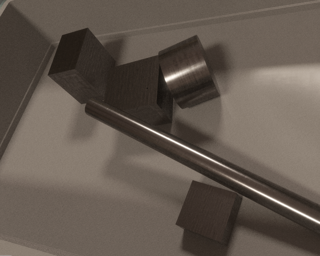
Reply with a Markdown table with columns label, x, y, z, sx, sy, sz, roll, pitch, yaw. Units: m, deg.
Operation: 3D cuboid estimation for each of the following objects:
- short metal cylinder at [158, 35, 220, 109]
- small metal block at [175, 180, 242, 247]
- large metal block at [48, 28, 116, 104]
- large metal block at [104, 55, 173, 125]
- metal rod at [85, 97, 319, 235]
| label | x | y | z | sx | sy | sz | roll | pitch | yaw |
| --- | --- | --- | --- | --- | --- | --- | --- | --- | --- |
| short metal cylinder | 0.038 | -0.070 | 0.392 | 0.050 | 0.080 | 0.080 | -21 | 54 | 16 |
| small metal block | 0.052 | 0.088 | 0.324 | 0.050 | 0.025 | 0.050 | 12 | 68 | 32 |
| large metal block | -0.119 | -0.095 | 0.490 | 0.050 | 0.080 | 0.080 | -7 | 59 | 24 |
| large metal block | -0.028 | -0.047 | 0.432 | 0.080 | 0.050 | 0.080 | -10 | 57 | 22 |
| metal rod | 0.035 | 0.031 | 0.334 | 0.300 | 0.025 | 0.025 | 26 | 75 | 26 |
